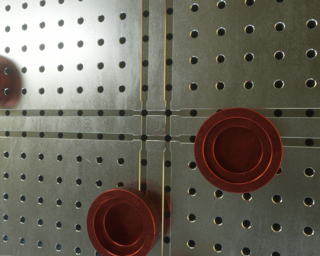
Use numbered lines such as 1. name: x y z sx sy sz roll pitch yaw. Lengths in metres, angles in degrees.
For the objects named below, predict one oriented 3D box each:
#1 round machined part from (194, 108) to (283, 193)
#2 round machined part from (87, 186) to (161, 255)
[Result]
1. round machined part: 0.094 0.025 0.370 0.098 0.042 0.097 0 90 19
2. round machined part: -0.045 0.128 0.418 0.098 0.042 0.097 0 90 19
